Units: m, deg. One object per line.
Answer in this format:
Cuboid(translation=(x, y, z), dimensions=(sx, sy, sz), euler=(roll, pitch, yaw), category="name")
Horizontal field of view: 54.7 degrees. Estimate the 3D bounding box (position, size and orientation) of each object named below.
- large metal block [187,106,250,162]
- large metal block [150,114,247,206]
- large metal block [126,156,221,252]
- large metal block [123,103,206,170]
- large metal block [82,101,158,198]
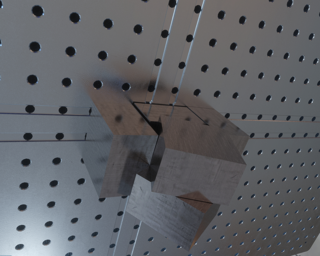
Cuboid(translation=(0.065, 0.025, 0.428), dimensions=(0.050, 0.080, 0.079), euler=(4, 117, -31), category="large metal block")
Cuboid(translation=(0.035, 0.032, 0.333), dimensions=(0.081, 0.080, 0.050), euler=(13, 113, -10), category="large metal block")
Cuboid(translation=(0.022, 0.077, 0.350), dimensions=(0.080, 0.080, 0.050), euler=(-24, 136, -57), category="large metal block")
Cuboid(translation=(0.003, 0.017, 0.406), dimensions=(0.081, 0.050, 0.079), euler=(3, 117, -30), category="large metal block")
Cuboid(translation=(-0.051, 0.023, 0.363), dimensions=(0.050, 0.080, 0.079), euler=(2, 118, -30), category="large metal block")
